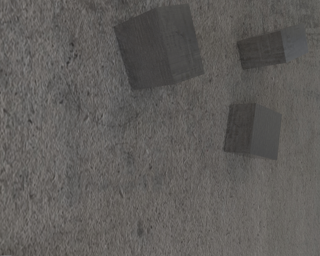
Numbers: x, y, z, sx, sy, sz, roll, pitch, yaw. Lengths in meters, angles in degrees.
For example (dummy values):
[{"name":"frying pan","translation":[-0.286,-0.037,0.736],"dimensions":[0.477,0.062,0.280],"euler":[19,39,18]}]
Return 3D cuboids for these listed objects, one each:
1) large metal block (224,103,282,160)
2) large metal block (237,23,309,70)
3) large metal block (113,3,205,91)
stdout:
[{"name":"large metal block","translation":[0.157,0.008,0.519],"dimensions":[0.081,0.050,0.080],"euler":[15,81,-39]},{"name":"large metal block","translation":[0.193,-0.139,0.529],"dimensions":[0.081,0.080,0.050],"euler":[-26,107,-37]},{"name":"large metal block","translation":[-0.002,-0.093,0.367],"dimensions":[0.050,0.080,0.080],"euler":[-25,106,-37]}]
